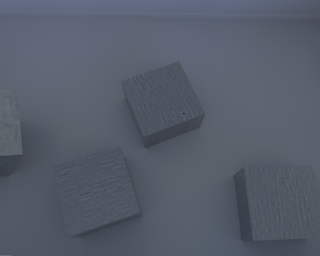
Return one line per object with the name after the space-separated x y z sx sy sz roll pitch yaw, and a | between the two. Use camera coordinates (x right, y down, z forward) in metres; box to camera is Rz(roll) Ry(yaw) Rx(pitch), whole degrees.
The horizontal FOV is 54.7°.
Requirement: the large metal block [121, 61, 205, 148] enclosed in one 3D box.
0.003 -0.030 0.407 0.080 0.050 0.080 -21 72 -8 | large metal block

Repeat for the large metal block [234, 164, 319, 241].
0.137 0.089 0.366 0.081 0.050 0.080 -2 70 -1 | large metal block

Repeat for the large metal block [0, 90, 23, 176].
-0.201 0.008 0.367 0.050 0.080 0.080 0 66 -35 | large metal block

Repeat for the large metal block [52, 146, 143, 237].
-0.072 0.076 0.368 0.081 0.050 0.080 -17 71 -7 | large metal block
